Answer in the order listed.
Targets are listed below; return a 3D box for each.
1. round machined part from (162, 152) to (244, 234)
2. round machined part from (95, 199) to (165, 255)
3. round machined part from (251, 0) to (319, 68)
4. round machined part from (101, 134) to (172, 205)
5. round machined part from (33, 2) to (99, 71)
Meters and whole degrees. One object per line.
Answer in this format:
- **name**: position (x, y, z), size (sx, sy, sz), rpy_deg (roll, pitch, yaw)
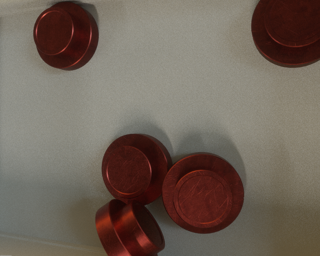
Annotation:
- **round machined part**: position (0.051, 0.080, 0.372), size (0.099, 0.042, 0.097), rpy_deg (0, 93, 6)
- **round machined part**: position (-0.030, 0.127, 0.375), size (0.042, 0.098, 0.098), rpy_deg (-36, 78, 5)
- **round machined part**: position (0.153, -0.120, 0.347), size (0.098, 0.042, 0.097), rpy_deg (0, 90, 20)
- **round machined part**: position (-0.036, 0.057, 0.414), size (0.098, 0.042, 0.097), rpy_deg (0, 90, 20)
- **round machined part**: position (-0.143, -0.136, 0.452), size (0.098, 0.042, 0.097), rpy_deg (0, 90, 20)
